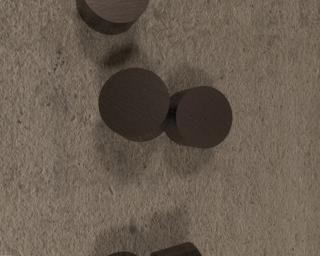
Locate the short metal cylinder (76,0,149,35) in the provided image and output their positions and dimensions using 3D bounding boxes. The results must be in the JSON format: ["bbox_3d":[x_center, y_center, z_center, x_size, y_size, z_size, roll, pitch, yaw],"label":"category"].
[{"bbox_3d":[-0.058,-0.159,0.375,0.081,0.050,0.079,0,90,-21],"label":"short metal cylinder"}]

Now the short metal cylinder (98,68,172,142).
[{"bbox_3d":[-0.027,-0.026,0.370,0.080,0.050,0.080,-1,80,5],"label":"short metal cylinder"}]

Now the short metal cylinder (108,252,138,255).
[{"bbox_3d":[-0.045,0.202,0.380,0.081,0.050,0.079,0,90,-21],"label":"short metal cylinder"}]

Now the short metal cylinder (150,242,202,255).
[{"bbox_3d":[0.024,0.191,0.390,0.050,0.080,0.079,-9,93,-20],"label":"short metal cylinder"}]

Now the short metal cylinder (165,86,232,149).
[{"bbox_3d":[0.049,-0.014,0.415,0.081,0.050,0.079,0,90,-21],"label":"short metal cylinder"}]
